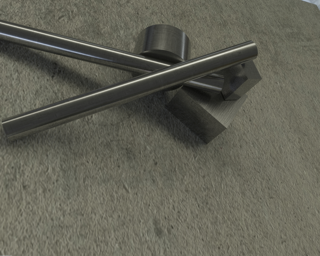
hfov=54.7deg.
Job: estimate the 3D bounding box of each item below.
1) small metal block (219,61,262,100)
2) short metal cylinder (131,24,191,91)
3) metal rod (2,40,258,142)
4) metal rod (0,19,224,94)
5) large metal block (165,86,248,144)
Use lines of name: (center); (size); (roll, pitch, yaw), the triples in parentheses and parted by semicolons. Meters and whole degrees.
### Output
small metal block: (0.104, -0.073, 0.424); (0.025, 0.050, 0.050); (-5, 64, -30)
short metal cylinder: (0.002, -0.096, 0.433); (0.081, 0.080, 0.050); (19, 54, -18)
metal rod: (-0.021, -0.048, 0.357); (0.302, 0.025, 0.025); (-20, 72, -14)
metal rod: (-0.066, -0.090, 0.389); (0.302, 0.025, 0.025); (12, 56, -8)
large metal block: (0.068, -0.038, 0.449); (0.080, 0.050, 0.080); (41, 52, 0)
